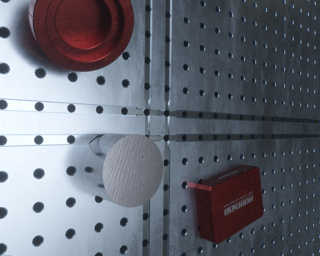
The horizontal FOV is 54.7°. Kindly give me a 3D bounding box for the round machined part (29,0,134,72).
[{"bbox_3d":[-0.080,-0.110,0.313,0.099,0.042,0.097,-18,130,-22],"label":"round machined part"}]

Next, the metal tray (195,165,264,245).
[{"bbox_3d":[0.117,0.119,0.504,0.131,0.030,0.089,-12,98,-39],"label":"metal tray"}]

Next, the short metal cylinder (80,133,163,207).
[{"bbox_3d":[-0.043,0.046,0.357,0.081,0.050,0.079,0,90,-40],"label":"short metal cylinder"}]
